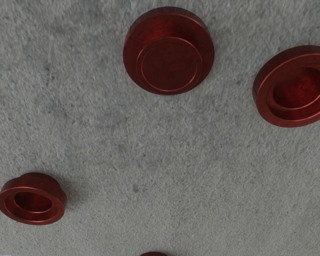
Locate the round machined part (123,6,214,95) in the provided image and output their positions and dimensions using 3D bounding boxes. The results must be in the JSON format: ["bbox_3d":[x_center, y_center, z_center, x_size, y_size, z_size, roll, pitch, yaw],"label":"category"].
[{"bbox_3d":[0.009,-0.074,0.333,0.099,0.042,0.097,-1,130,0],"label":"round machined part"}]

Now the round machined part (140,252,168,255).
[{"bbox_3d":[-0.013,0.295,0.648,0.099,0.042,0.097,-1,130,0],"label":"round machined part"}]

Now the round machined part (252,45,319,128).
[{"bbox_3d":[0.155,-0.050,0.356,0.099,0.042,0.097,-1,130,0],"label":"round machined part"}]

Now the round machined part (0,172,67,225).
[{"bbox_3d":[-0.195,0.107,0.484,0.099,0.042,0.097,-1,130,0],"label":"round machined part"}]
